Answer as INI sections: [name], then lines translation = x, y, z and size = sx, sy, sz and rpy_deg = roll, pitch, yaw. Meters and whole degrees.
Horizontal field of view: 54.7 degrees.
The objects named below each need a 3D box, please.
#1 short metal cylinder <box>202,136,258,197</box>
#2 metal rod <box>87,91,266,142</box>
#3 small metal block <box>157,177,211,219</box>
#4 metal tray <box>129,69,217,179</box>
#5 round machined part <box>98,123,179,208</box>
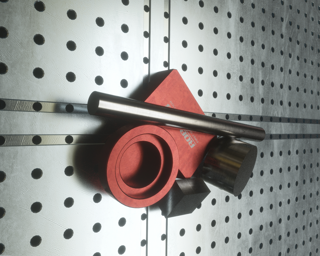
[short metal cylinder]
translation = 0.105, 0.055, 0.464
size = 0.081, 0.050, 0.079
rpy_deg = -36, 137, -43
[metal rod]
translation = 0.047, -0.007, 0.410
size = 0.302, 0.025, 0.025
rpy_deg = 9, 84, -40
[small metal block]
translation = 0.032, 0.094, 0.421
size = 0.050, 0.025, 0.050
rpy_deg = 3, 131, -41
[metal tray]
translation = 0.020, -0.004, 0.426
size = 0.090, 0.030, 0.130
rpy_deg = -51, 120, -28
[round machined part]
translation = -0.028, 0.042, 0.370
size = 0.099, 0.042, 0.097
rpy_deg = -5, 99, -34
